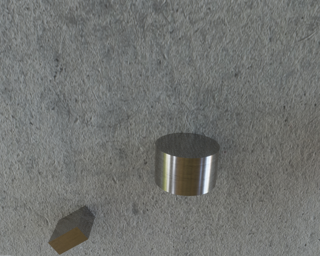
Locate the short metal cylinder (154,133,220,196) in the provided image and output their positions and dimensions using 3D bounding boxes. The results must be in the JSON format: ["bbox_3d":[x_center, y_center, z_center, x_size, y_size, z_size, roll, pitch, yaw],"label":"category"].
[{"bbox_3d":[0.034,0.044,0.397,0.081,0.080,0.050,2,110,-1],"label":"short metal cylinder"}]

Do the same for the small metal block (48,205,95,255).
[{"bbox_3d":[-0.126,0.147,0.449,0.050,0.050,0.025,-31,107,10],"label":"small metal block"}]
